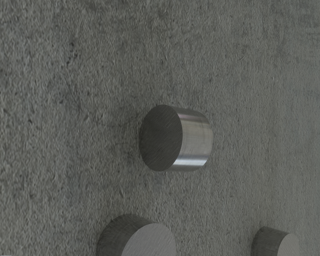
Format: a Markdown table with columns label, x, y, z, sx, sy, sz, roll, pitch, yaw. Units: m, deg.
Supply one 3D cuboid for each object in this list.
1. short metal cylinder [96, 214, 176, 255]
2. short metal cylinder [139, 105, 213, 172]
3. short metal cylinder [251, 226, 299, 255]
| label | x | y | z | sx | sy | sz | roll | pitch | yaw |
| --- | --- | --- | --- | --- | --- | --- | --- | --- | --- |
| short metal cylinder | -0.028 | 0.147 | 0.366 | 0.081 | 0.050 | 0.080 | 0 | 90 | -40 |
| short metal cylinder | 0.018 | 0.014 | 0.384 | 0.050 | 0.080 | 0.080 | 8 | 85 | -40 |
| short metal cylinder | 0.211 | 0.227 | 0.566 | 0.081 | 0.050 | 0.080 | 0 | 90 | -40 |
